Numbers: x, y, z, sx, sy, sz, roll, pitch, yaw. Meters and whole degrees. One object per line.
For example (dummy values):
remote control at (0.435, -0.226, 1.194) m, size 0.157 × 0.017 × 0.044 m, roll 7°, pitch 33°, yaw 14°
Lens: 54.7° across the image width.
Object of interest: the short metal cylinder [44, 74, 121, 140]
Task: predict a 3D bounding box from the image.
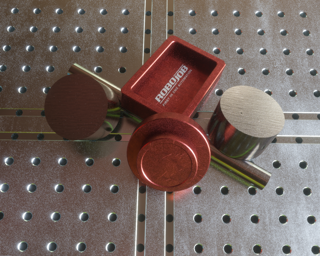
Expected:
short metal cylinder at (-0.096, -0.024, 0.394) m, size 0.080 × 0.050 × 0.080 m, roll -1°, pitch 87°, yaw 10°

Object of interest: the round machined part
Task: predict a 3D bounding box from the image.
round machined part at (0.009, 0.034, 0.361) m, size 0.099 × 0.042 × 0.097 m, roll 2°, pitch 113°, yaw 5°

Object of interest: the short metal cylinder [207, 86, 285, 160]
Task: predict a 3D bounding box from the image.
short metal cylinder at (0.106, -0.007, 0.389) m, size 0.081 × 0.050 × 0.080 m, roll 7°, pitch 53°, yaw -8°

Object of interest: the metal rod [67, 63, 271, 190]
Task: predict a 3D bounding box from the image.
metal rod at (0.005, -0.007, 0.414) m, size 0.301 × 0.025 × 0.025 m, roll 30°, pitch 73°, yaw 10°

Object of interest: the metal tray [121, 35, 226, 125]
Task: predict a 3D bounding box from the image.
metal tray at (0.019, -0.060, 0.416) m, size 0.090 × 0.030 × 0.130 m, roll 30°, pitch 59°, yaw 10°
